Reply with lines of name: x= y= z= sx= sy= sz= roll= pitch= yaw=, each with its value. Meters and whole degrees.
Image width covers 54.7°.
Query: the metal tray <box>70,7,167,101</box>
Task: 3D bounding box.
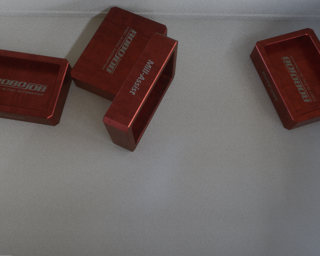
metal tray: x=-0.056 y=-0.104 z=0.444 sx=0.090 sy=0.030 sz=0.130 roll=23 pitch=71 yaw=8

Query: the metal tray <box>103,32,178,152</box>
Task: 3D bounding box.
metal tray: x=-0.020 y=-0.042 z=0.390 sx=0.030 sy=0.090 sz=0.130 roll=25 pitch=72 yaw=8

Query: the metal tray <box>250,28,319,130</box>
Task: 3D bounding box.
metal tray: x=0.195 y=-0.071 z=0.435 sx=0.091 sy=0.030 sz=0.130 roll=-16 pitch=71 yaw=-7

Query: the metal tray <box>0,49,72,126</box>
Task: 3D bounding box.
metal tray: x=-0.196 y=-0.058 z=0.425 sx=0.131 sy=0.030 sz=0.090 roll=9 pitch=70 yaw=3
